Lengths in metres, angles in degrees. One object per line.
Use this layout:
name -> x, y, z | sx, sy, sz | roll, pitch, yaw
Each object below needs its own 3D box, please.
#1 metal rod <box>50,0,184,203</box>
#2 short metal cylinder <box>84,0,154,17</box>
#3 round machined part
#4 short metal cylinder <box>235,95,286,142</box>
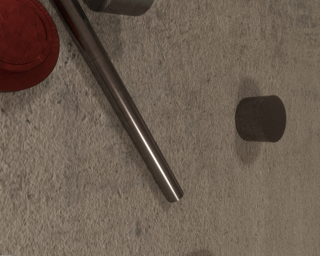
metal rod -> -0.044, -0.029, 0.368 | 0.025, 0.025, 0.299 | -43, 116, -32
short metal cylinder -> -0.045, -0.164, 0.333 | 0.050, 0.080, 0.079 | -10, 97, -40
round machined part -> -0.138, -0.082, 0.279 | 0.099, 0.042, 0.097 | 0, 90, -40
short metal cylinder -> 0.176, -0.016, 0.539 | 0.081, 0.050, 0.079 | 0, 90, -40
